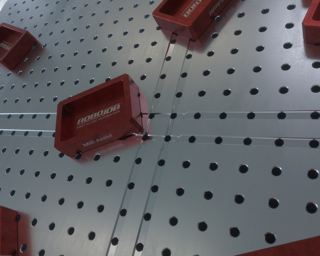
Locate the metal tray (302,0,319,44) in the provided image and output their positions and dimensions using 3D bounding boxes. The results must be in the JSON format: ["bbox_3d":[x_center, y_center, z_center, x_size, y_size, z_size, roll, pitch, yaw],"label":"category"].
[{"bbox_3d":[0.247,-0.137,0.359,0.130,0.030,0.090,18,71,35],"label":"metal tray"}]

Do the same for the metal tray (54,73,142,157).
[{"bbox_3d":[-0.095,-0.019,0.467,0.130,0.030,0.090,-20,54,16],"label":"metal tray"}]

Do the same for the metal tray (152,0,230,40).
[{"bbox_3d":[0.061,-0.210,0.502,0.090,0.030,0.130,33,80,38],"label":"metal tray"}]

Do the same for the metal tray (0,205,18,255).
[{"bbox_3d":[-0.263,0.178,0.435,0.130,0.030,0.090,-30,52,9],"label":"metal tray"}]

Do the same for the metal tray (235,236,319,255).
[{"bbox_3d":[0.108,0.107,0.219,0.090,0.130,0.030,-21,54,16],"label":"metal tray"}]

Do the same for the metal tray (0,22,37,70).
[{"bbox_3d":[-0.349,-0.188,0.705,0.130,0.030,0.090,26,76,37],"label":"metal tray"}]
